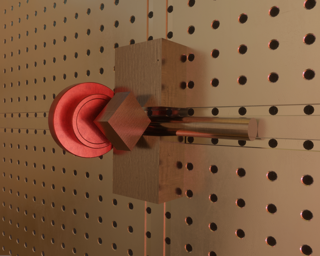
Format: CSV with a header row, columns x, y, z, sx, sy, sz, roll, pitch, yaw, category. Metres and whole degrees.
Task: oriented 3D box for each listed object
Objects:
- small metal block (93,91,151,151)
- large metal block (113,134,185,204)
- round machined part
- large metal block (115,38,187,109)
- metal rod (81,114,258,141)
x,y,z,sx,sy,sz,roll,pitch,yaw,category
-0.044,-0.008,0.372,0.025,0.050,0.050,1,47,40,small metal block
-0.016,0.048,0.406,0.080,0.050,0.079,2,91,40,large metal block
-0.087,-0.010,0.396,0.042,0.099,0.097,7,95,54,round machined part
-0.013,-0.066,0.404,0.080,0.050,0.079,1,91,40,large metal block
-0.017,-0.004,0.423,0.300,0.025,0.025,3,92,40,metal rod
